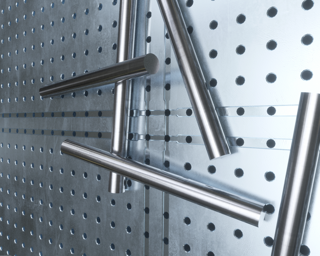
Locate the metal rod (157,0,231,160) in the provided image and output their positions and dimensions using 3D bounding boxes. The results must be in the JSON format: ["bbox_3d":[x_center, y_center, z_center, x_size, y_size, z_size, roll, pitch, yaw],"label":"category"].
[{"bbox_3d":[0.027,-0.106,0.385,0.025,0.025,0.299,-27,73,36],"label":"metal rod"}]

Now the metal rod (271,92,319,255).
[{"bbox_3d":[0.125,0.115,0.305,0.025,0.025,0.298,13,98,39],"label":"metal rod"}]

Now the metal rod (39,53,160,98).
[{"bbox_3d":[-0.112,-0.072,0.475,0.300,0.025,0.025,-2,89,47],"label":"metal rod"}]

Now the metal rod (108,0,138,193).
[{"bbox_3d":[-0.054,-0.055,0.451,0.025,0.025,0.298,7,94,39],"label":"metal rod"}]

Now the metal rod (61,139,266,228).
[{"bbox_3d":[-0.018,0.060,0.399,0.300,0.025,0.025,14,99,31],"label":"metal rod"}]
